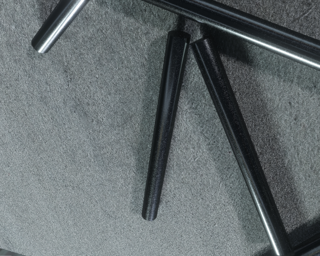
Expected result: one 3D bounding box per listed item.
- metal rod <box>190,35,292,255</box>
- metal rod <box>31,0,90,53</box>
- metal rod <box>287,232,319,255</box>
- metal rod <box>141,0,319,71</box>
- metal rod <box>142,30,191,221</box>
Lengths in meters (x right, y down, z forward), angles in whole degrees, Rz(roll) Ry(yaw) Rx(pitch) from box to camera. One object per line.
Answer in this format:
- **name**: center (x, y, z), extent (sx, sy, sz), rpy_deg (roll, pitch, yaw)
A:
- **metal rod**: center (0.104, 0.035, 0.373), extent (0.025, 0.025, 0.299), rpy_deg (-13, 112, 33)
- **metal rod**: center (-0.063, -0.174, 0.331), extent (0.299, 0.025, 0.025), rpy_deg (-32, 101, 38)
- **metal rod**: center (0.203, 0.146, 0.389), extent (0.025, 0.025, 0.298), rpy_deg (37, 129, 3)
- **metal rod**: center (0.087, -0.096, 0.301), extent (0.301, 0.025, 0.025), rpy_deg (26, 128, 12)
- **metal rod**: center (0.002, 0.020, 0.418), extent (0.025, 0.025, 0.298), rpy_deg (20, 126, 16)
